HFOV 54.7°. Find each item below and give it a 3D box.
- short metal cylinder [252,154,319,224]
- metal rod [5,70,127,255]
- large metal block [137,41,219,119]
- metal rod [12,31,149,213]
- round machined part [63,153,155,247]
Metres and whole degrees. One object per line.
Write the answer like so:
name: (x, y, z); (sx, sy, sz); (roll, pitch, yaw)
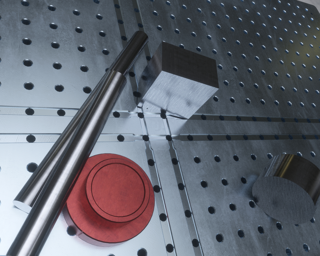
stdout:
short metal cylinder: (0.173, 0.082, 0.419); (0.080, 0.080, 0.050); (46, 51, 3)
metal rod: (-0.099, 0.062, 0.291); (0.025, 0.025, 0.300); (28, 60, -11)
large metal block: (0.022, -0.062, 0.424); (0.081, 0.080, 0.050); (14, 56, -21)
metal rod: (-0.079, -0.032, 0.386); (0.025, 0.025, 0.301); (31, 51, -9)
round machined part: (-0.050, 0.071, 0.328); (0.099, 0.042, 0.098); (14, 56, -21)
